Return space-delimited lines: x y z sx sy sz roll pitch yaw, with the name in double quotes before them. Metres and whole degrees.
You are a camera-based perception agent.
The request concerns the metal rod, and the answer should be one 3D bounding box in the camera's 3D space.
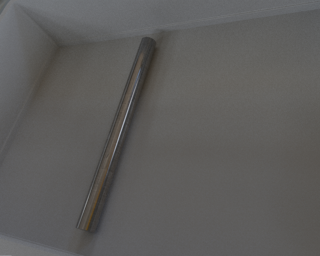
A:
"metal rod" -0.055 -0.007 0.439 0.025 0.025 0.300 1 62 29
